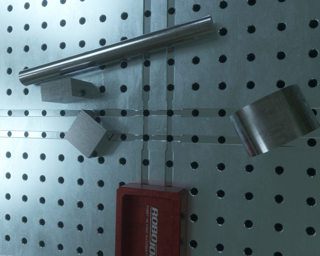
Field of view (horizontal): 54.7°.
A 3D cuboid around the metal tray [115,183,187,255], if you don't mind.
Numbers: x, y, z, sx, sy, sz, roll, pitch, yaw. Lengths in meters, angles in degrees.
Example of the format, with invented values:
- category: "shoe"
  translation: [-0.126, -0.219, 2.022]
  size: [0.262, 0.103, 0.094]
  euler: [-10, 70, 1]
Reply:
- category: "metal tray"
  translation: [-0.013, 0.144, 0.414]
  size: [0.090, 0.030, 0.129]
  euler: [2, 91, 20]

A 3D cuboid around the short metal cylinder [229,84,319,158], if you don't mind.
- category: "short metal cylinder"
  translation: [0.124, -0.007, 0.340]
  size: [0.080, 0.080, 0.050]
  euler: [-28, 81, 18]

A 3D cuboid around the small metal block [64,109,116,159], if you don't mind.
- category: "small metal block"
  translation: [-0.102, 0.008, 0.449]
  size: [0.050, 0.025, 0.050]
  euler: [38, 102, 16]

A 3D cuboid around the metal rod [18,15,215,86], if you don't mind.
- category: "metal rod"
  translation: [-0.073, -0.104, 0.438]
  size: [0.301, 0.025, 0.025]
  euler: [-10, 87, 19]

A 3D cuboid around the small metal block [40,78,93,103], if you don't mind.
- category: "small metal block"
  translation: [-0.134, -0.052, 0.446]
  size: [0.050, 0.050, 0.025]
  euler: [-7, 88, 20]
